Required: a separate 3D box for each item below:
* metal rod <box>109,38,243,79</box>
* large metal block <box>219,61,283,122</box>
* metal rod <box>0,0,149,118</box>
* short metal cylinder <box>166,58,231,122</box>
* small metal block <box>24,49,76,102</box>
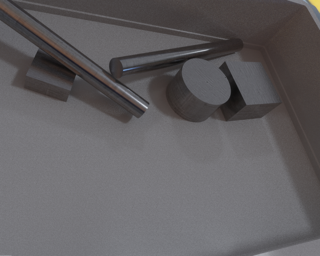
[{"bbox_3d":[0.046,-0.114,0.477,0.302,0.025,0.025,-23,74,-45],"label":"metal rod"},{"bbox_3d":[0.137,-0.060,0.502,0.081,0.050,0.080,-6,65,-31],"label":"large metal block"},{"bbox_3d":[-0.138,-0.106,0.352,0.301,0.025,0.025,36,50,-18],"label":"metal rod"},{"bbox_3d":[0.056,-0.055,0.455,0.081,0.050,0.080,14,56,-21],"label":"short metal cylinder"},{"bbox_3d":[-0.130,-0.066,0.377,0.050,0.025,0.050,19,54,-18],"label":"small metal block"}]
